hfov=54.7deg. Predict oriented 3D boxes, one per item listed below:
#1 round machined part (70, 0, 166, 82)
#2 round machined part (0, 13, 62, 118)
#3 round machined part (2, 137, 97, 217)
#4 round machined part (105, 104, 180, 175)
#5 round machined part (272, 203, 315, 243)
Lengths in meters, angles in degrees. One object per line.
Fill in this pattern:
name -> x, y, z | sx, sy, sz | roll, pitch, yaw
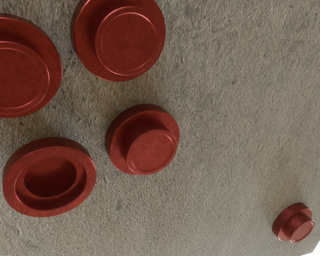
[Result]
round machined part -> -0.038, -0.093, 0.318 | 0.099, 0.042, 0.097 | -14, 124, -21
round machined part -> -0.141, -0.052, 0.287 | 0.099, 0.042, 0.097 | -14, 124, -21
round machined part -> -0.127, 0.052, 0.358 | 0.099, 0.042, 0.097 | -14, 124, -21
round machined part -> -0.017, 0.021, 0.399 | 0.099, 0.042, 0.097 | -14, 124, -21
round machined part -> 0.307, 0.220, 0.699 | 0.099, 0.042, 0.097 | -14, 124, -21
